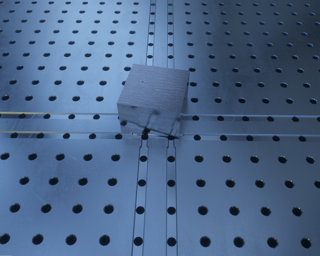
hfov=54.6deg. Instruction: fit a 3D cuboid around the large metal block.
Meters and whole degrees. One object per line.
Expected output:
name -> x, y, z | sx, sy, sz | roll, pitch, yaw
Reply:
large metal block -> -0.006, -0.039, 0.424 | 0.080, 0.050, 0.080 | 9, 51, 7
